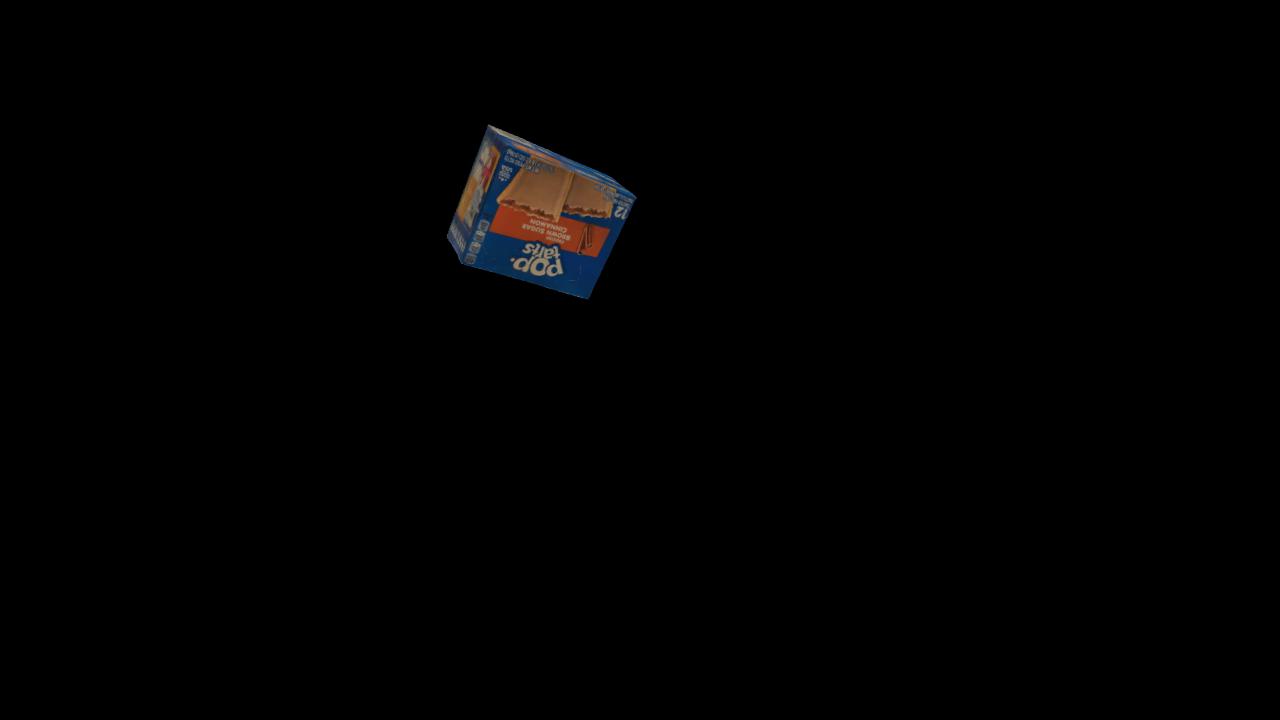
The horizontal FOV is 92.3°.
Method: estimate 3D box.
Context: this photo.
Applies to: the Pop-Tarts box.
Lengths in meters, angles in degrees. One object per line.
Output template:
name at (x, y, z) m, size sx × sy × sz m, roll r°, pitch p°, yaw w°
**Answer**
Pop-Tarts box at (-0.115, -0.166, 0.717) m, size 0.167 × 0.141 × 0.083 m, roll 13°, pitch 25°, yaw -35°
